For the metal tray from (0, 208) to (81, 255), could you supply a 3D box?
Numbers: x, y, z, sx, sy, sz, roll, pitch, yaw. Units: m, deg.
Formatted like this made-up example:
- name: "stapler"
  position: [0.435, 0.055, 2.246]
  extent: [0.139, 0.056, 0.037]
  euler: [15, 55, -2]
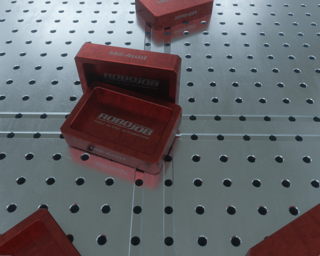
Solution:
- name: "metal tray"
  position: [-0.108, 0.148, 0.278]
  extent: [0.091, 0.030, 0.130]
  euler: [-35, 59, -26]

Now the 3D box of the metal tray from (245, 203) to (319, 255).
- name: "metal tray"
  position: [0.159, 0.130, 0.297]
  extent: [0.131, 0.030, 0.090]
  euler: [-24, 54, -19]

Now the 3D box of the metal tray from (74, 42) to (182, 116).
- name: "metal tray"
  position: [-0.040, -0.061, 0.416]
  extent: [0.131, 0.089, 0.030]
  euler: [9, 51, 7]

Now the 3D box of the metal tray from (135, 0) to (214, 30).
- name: "metal tray"
  position: [0.027, -0.243, 0.609]
  extent: [0.131, 0.030, 0.090]
  euler: [-23, 54, -19]

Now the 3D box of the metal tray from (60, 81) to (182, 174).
- name: "metal tray"
  position: [-0.047, -0.004, 0.398]
  extent: [0.130, 0.030, 0.090]
  euler: [18, 59, 12]
